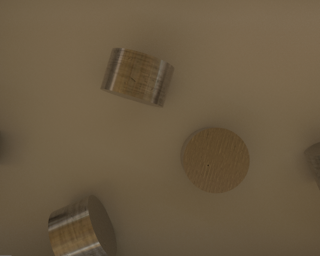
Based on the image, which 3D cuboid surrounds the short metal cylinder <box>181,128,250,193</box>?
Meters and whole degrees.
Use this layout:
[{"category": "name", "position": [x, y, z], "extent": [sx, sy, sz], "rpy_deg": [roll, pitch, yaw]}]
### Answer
[{"category": "short metal cylinder", "position": [0.068, 0.039, 0.399], "extent": [0.081, 0.050, 0.080], "rpy_deg": [0, 90, 0]}]

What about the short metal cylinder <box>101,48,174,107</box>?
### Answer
[{"category": "short metal cylinder", "position": [-0.028, -0.060, 0.383], "extent": [0.080, 0.080, 0.050], "rpy_deg": [16, 90, 0]}]

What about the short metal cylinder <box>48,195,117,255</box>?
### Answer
[{"category": "short metal cylinder", "position": [-0.094, 0.130, 0.383], "extent": [0.050, 0.080, 0.080], "rpy_deg": [-24, 90, 0]}]

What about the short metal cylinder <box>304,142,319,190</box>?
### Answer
[{"category": "short metal cylinder", "position": [0.230, 0.042, 0.385], "extent": [0.080, 0.080, 0.050], "rpy_deg": [-23, 90, 0]}]
